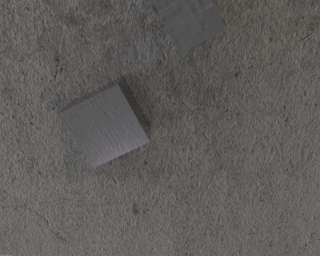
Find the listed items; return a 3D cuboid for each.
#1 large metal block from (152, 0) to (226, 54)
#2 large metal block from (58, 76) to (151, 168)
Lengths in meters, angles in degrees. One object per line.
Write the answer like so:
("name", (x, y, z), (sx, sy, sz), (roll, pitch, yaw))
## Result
("large metal block", (0.023, -0.132, 0.332), (0.050, 0.080, 0.080), (-27, 108, 10))
("large metal block", (-0.066, -0.008, 0.393), (0.080, 0.050, 0.080), (-25, 108, 9))
